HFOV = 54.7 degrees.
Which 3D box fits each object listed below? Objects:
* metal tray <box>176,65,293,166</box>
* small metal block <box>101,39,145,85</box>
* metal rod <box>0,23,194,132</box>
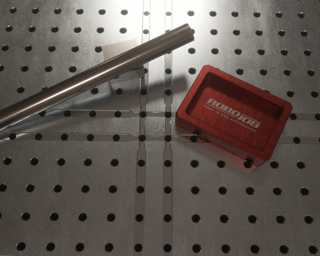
[{"bbox_3d":[0.098,-0.019,0.417,0.130,0.030,0.090,28,72,9],"label":"metal tray"},{"bbox_3d":[-0.053,-0.096,0.446,0.050,0.025,0.050,-14,71,-6],"label":"small metal block"},{"bbox_3d":[-0.096,-0.064,0.411,0.301,0.025,0.025,-25,72,-1],"label":"metal rod"}]
